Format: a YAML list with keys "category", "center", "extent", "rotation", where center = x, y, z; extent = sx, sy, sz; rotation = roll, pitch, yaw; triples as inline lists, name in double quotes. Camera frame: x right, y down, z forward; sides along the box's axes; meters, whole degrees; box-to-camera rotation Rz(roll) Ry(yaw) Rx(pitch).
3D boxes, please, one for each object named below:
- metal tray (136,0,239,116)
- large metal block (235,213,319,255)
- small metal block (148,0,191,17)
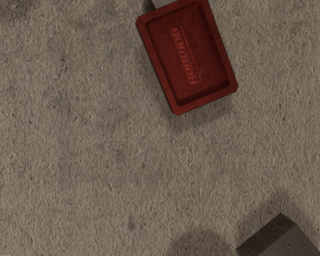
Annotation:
- category: "metal tray"
  center: [0.034, -0.092, 0.394]
  extent: [0.090, 0.030, 0.129]
  rotation: [-23, 102, -1]
- category: "large metal block"
  center: [0.160, 0.172, 0.400]
  extent: [0.080, 0.050, 0.080]
  rotation: [-39, 91, 0]
- category: "small metal block"
  center: [0.011, -0.177, 0.410]
  extent: [0.050, 0.025, 0.050]
  rotation: [-29, 90, -1]
